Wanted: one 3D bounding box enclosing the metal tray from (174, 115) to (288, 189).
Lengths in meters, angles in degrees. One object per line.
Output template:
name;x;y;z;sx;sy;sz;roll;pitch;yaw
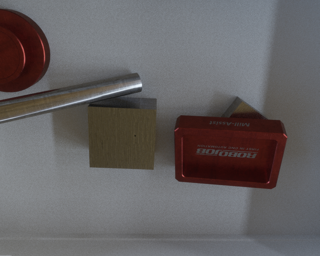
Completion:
metal tray;0.086;0.032;0.398;0.131;0.030;0.089;3;125;9

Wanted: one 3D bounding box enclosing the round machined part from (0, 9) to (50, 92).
round machined part;-0.186;-0.090;0.367;0.099;0.042;0.097;0;110;-1

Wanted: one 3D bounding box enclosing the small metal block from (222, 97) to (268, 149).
small metal block;0.109;-0.005;0.411;0.050;0.025;0.050;33;106;-12

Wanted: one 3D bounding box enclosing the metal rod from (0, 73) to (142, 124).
metal rod;-0.163;-0.020;0.337;0.302;0.025;0.025;-16;112;-21

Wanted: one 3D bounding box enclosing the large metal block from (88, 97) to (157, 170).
large metal block;-0.046;0.005;0.399;0.081;0.050;0.079;2;110;-2
